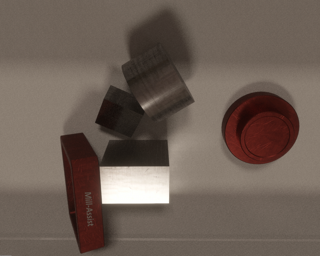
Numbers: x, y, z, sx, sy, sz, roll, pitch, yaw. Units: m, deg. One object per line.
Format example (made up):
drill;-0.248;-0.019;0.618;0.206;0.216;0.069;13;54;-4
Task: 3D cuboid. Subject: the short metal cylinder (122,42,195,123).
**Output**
short metal cylinder;-0.001;-0.052;0.363;0.050;0.080;0.080;-30;108;10

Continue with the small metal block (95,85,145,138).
small metal block;-0.049;-0.020;0.392;0.050;0.025;0.050;23;139;-9

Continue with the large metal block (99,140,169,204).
large metal block;-0.030;0.054;0.401;0.081;0.080;0.050;0;110;-1

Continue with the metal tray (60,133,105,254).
metal tray;-0.102;0.081;0.402;0.030;0.090;0.129;-9;112;-23

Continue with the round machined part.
round machined part;0.134;0.005;0.406;0.099;0.042;0.097;0;110;-1
